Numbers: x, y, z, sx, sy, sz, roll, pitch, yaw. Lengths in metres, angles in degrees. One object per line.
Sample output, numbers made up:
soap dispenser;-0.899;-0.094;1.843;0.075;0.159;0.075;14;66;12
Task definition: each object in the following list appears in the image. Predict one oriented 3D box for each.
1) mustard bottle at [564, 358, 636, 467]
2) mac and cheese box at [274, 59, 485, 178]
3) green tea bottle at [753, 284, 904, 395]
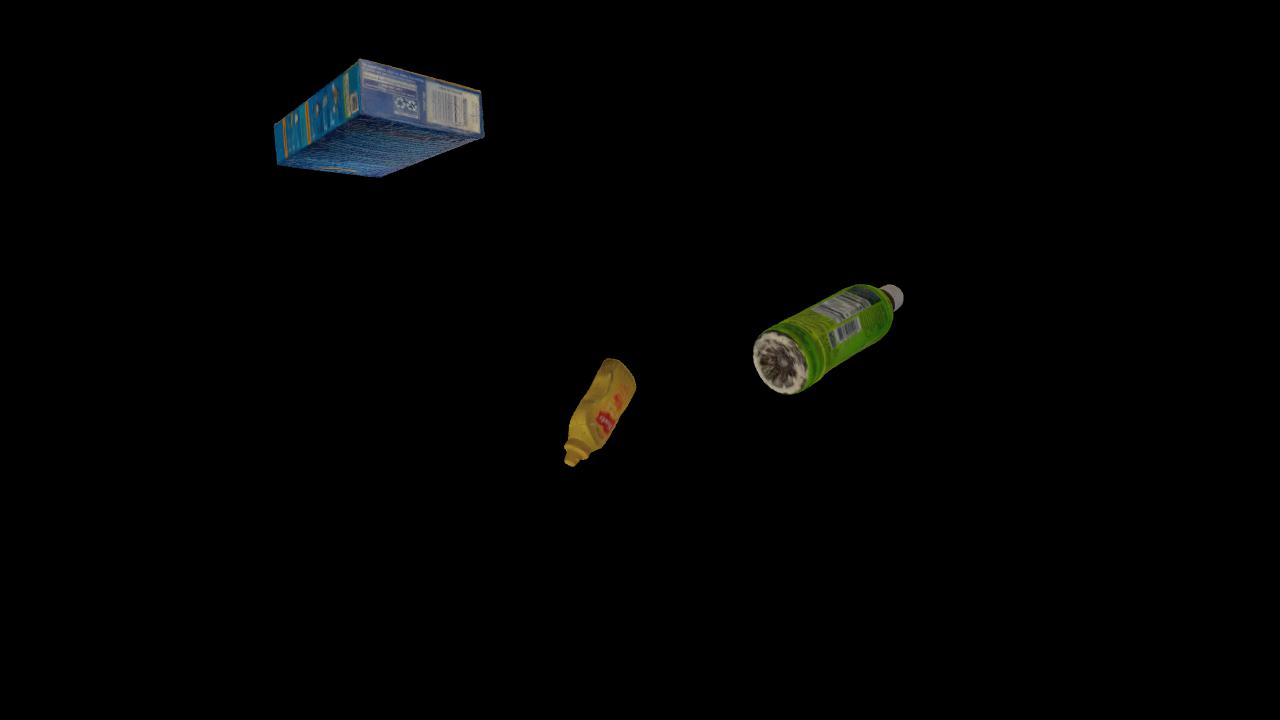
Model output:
mustard bottle;-0.071;0.093;0.993;0.054;0.184;0.092;14;-34;25
mac and cheese box;-0.211;-0.182;0.486;0.184;0.041;0.093;4;9;44
green tea bottle;0.210;-0.034;0.644;0.212;0.073;0.073;-25;14;-32
